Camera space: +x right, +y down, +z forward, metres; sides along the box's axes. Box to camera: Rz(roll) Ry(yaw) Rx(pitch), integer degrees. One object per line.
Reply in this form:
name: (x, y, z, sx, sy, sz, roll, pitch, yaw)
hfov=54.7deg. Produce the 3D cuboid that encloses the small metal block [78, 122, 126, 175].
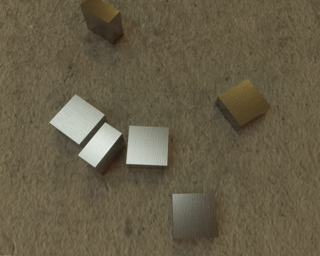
small metal block: (-0.070, 0.027, 0.384, 0.025, 0.050, 0.050, 34, 73, 11)

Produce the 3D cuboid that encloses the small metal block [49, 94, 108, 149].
small metal block: (-0.106, -0.008, 0.410, 0.050, 0.025, 0.050, 35, 73, 11)

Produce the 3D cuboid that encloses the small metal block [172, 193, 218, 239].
small metal block: (0.040, 0.105, 0.370, 0.050, 0.025, 0.050, -1, 70, -1)

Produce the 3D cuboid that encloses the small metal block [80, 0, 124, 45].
small metal block: (-0.083, -0.157, 0.451, 0.050, 0.050, 0.025, 34, 74, 11)

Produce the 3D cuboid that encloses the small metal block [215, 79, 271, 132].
small metal block: (0.112, -0.031, 0.421, 0.050, 0.025, 0.050, -31, 73, -11)

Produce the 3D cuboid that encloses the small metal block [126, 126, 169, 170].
small metal block: (-0.015, 0.026, 0.399, 0.050, 0.025, 0.050, 3, 70, 0)
